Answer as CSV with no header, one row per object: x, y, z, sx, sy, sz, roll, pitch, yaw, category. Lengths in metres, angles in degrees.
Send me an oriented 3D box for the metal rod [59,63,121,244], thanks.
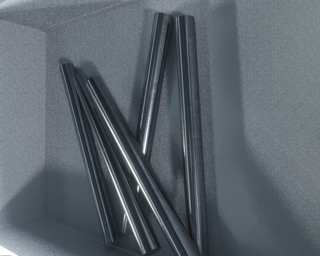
-0.116,0.031,0.499,0.025,0.025,0.299,-29,72,36,metal rod

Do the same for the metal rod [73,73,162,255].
-0.071,0.032,0.437,0.025,0.025,0.299,-48,54,29,metal rod

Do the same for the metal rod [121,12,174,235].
-0.019,0.000,0.420,0.025,0.025,0.298,15,100,38,metal rod

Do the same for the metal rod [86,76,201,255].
-0.024,0.051,0.390,0.025,0.025,0.299,-45,63,30,metal rod

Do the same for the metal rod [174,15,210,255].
0.038,0.015,0.373,0.025,0.025,0.298,-5,87,39,metal rod
